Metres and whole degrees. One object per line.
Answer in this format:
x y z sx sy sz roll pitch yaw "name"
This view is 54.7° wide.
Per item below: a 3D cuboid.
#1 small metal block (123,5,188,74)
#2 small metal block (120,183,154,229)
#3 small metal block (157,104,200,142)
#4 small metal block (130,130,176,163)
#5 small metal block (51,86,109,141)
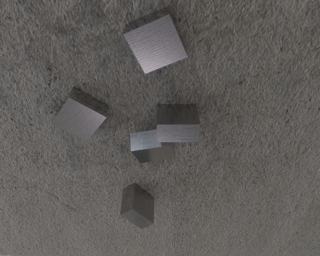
-0.004 -0.092 0.328 0.050 0.025 0.050 -19 128 15 "small metal block"
-0.035 0.125 0.497 0.025 0.050 0.050 -31 124 23 "small metal block"
0.021 -0.007 0.383 0.050 0.050 0.025 0 123 0 "small metal block"
-0.009 0.024 0.416 0.050 0.025 0.050 -9 155 7 "small metal block"
-0.101 -0.017 0.392 0.050 0.025 0.050 30 124 -23 "small metal block"
